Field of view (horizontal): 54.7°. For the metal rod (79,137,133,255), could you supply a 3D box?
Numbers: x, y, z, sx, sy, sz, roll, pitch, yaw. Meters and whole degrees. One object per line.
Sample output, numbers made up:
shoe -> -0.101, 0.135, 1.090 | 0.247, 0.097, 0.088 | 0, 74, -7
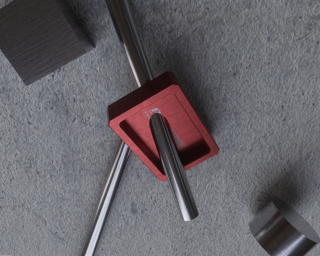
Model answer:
metal rod -> -0.091, 0.141, 0.460 | 0.025, 0.025, 0.298 | 18, 109, -7

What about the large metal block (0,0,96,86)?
large metal block -> -0.135, -0.106, 0.355 | 0.080, 0.050, 0.080 | -27, 108, 9

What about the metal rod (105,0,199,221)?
metal rod -> -0.008, -0.023, 0.379 | 0.025, 0.025, 0.298 | -18, 101, 6

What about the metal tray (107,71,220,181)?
metal tray -> 0.007, 0.004, 0.385 | 0.090, 0.030, 0.130 | -30, 129, 10

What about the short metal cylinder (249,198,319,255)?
short metal cylinder -> 0.174, 0.145, 0.437 | 0.080, 0.080, 0.050 | 34, 107, -12
